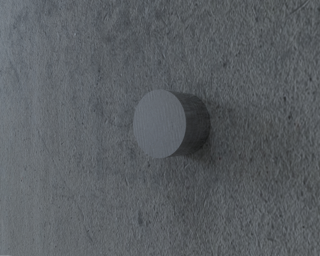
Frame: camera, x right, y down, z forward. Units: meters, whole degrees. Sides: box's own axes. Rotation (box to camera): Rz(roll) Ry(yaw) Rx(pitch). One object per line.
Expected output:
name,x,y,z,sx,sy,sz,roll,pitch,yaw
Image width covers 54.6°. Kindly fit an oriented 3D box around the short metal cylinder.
short metal cylinder,0.014,-0.005,0.378,0.080,0.050,0.080,0,90,40
